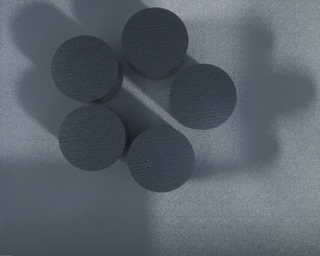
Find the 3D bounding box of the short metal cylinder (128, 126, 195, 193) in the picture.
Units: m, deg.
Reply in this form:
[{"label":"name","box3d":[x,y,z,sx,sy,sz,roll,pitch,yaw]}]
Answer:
[{"label":"short metal cylinder","box3d":[0.002,0.038,0.397,0.081,0.050,0.080,0,90,0]}]

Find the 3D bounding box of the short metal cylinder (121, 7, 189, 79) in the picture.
[{"label":"short metal cylinder","box3d":[-0.006,-0.105,0.397,0.081,0.050,0.080,0,90,0]}]

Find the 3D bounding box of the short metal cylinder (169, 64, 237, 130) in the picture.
[{"label":"short metal cylinder","box3d":[0.052,-0.038,0.397,0.081,0.050,0.080,0,90,0]}]

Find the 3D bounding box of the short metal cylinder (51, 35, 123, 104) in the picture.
[{"label":"short metal cylinder","box3d":[-0.090,-0.071,0.396,0.081,0.050,0.080,0,90,0]}]

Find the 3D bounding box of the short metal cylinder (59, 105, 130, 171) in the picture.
[{"label":"short metal cylinder","box3d":[-0.081,0.012,0.396,0.081,0.050,0.080,0,90,0]}]
